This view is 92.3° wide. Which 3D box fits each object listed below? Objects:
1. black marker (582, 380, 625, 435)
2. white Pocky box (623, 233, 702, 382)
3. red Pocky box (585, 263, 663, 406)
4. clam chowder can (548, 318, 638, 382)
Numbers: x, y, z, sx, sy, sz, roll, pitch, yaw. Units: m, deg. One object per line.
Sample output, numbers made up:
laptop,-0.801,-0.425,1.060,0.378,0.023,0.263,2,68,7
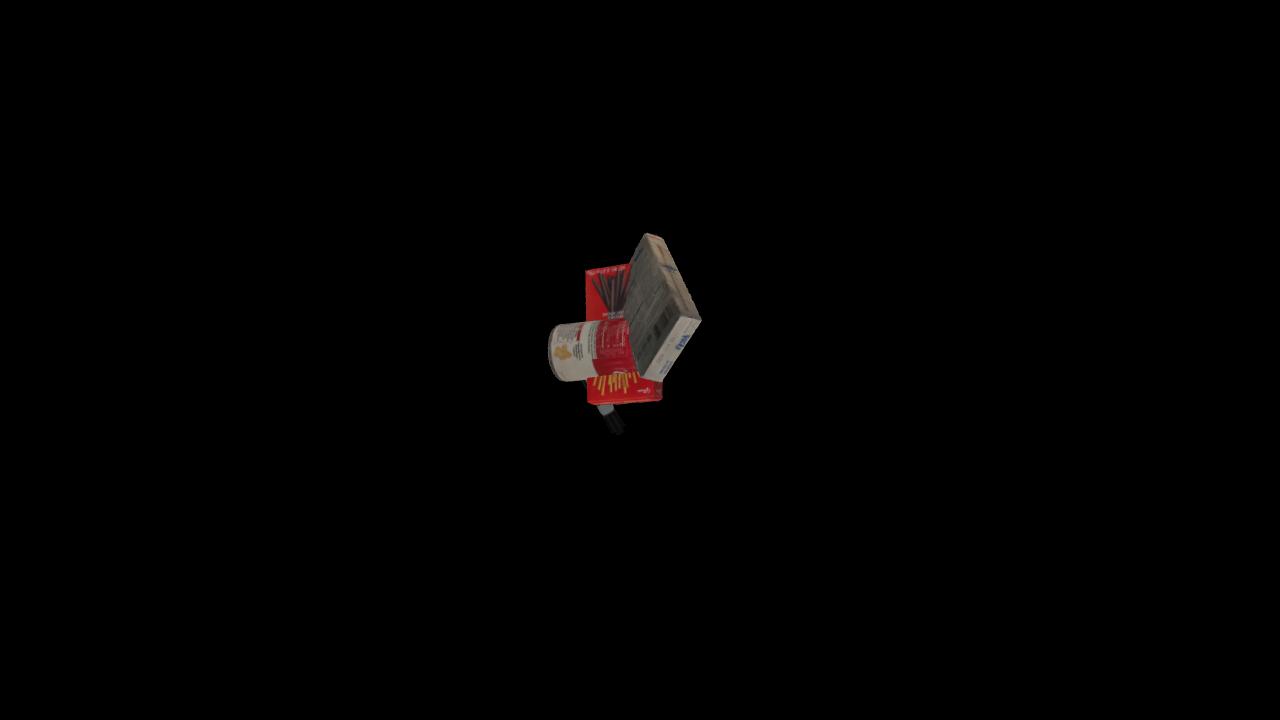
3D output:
black marker,-0.051,0.032,0.694,0.020,0.121,0.020,-29,8,4
white Pocky box,0.013,-0.058,0.636,0.028,0.084,0.154,14,35,-25
red Pocky box,-0.019,-0.030,0.680,0.083,0.155,0.028,-6,-11,22
clam chowder can,-0.043,-0.012,0.684,0.102,0.068,0.068,-4,-1,19
